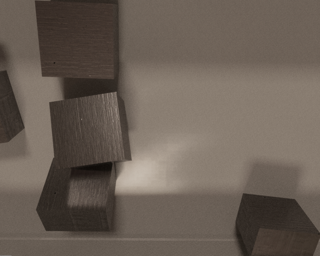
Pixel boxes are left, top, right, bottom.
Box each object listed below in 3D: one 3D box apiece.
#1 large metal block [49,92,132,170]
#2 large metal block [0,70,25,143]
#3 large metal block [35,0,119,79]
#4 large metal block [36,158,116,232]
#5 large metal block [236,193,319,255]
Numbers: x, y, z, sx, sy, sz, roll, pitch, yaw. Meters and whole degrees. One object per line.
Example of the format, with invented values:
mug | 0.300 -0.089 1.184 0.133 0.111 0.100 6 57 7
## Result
large metal block | -0.083 0.006 0.382 0.080 0.050 0.080 -9 82 2
large metal block | -0.230 -0.023 0.386 0.080 0.050 0.079 -8 110 2
large metal block | -0.091 -0.102 0.359 0.081 0.050 0.079 2 110 -1
large metal block | -0.104 0.086 0.405 0.081 0.080 0.050 1 133 -1
large metal block | 0.161 0.139 0.436 0.081 0.080 0.050 7 110 -3
